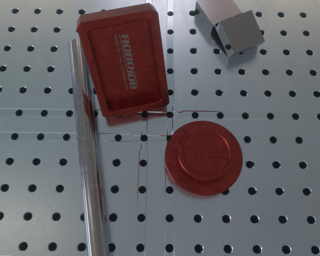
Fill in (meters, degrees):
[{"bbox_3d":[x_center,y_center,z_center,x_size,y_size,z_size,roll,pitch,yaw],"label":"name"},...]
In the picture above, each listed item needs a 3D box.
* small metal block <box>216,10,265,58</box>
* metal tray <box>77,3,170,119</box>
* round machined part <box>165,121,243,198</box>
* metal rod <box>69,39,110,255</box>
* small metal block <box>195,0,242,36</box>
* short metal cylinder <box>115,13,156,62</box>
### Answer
[{"bbox_3d":[0.118,-0.138,0.456,0.050,0.025,0.050,-22,89,-8],"label":"small metal block"},{"bbox_3d":[-0.041,-0.079,0.387,0.091,0.129,0.030,-12,38,-4],"label":"metal tray"},{"bbox_3d":[0.055,0.036,0.390,0.099,0.042,0.098,0,70,0],"label":"round machined part"},{"bbox_3d":[-0.095,0.015,0.405,0.025,0.025,0.299,-9,70,-3],"label":"metal rod"},{"bbox_3d":[0.089,-0.178,0.477,0.050,0.025,0.050,-26,72,-9],"label":"small metal block"},{"bbox_3d":[-0.035,-0.123,0.427,0.050,0.080,0.080,-15,71,-5],"label":"short metal cylinder"}]
